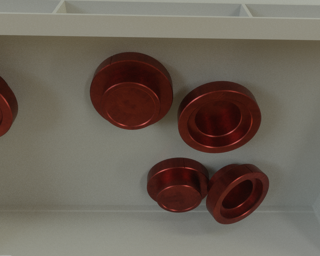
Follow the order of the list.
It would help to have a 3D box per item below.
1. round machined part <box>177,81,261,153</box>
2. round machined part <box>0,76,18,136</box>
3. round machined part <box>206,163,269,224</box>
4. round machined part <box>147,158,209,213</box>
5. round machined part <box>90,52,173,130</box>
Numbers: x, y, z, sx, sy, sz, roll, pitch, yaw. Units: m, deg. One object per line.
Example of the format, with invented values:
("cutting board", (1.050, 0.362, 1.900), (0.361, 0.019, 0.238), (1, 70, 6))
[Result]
("round machined part", (0.071, -0.017, 0.384), (0.099, 0.042, 0.097), (-1, 130, 0))
("round machined part", (-0.219, -0.035, 0.365), (0.099, 0.042, 0.097), (-1, 130, 0))
("round machined part", (0.110, 0.093, 0.462), (0.099, 0.042, 0.097), (-15, 126, -21))
("round machined part", (0.029, 0.094, 0.479), (0.099, 0.042, 0.097), (-1, 130, 0))
("round machined part", (-0.034, -0.036, 0.367), (0.099, 0.042, 0.097), (-1, 130, 0))
